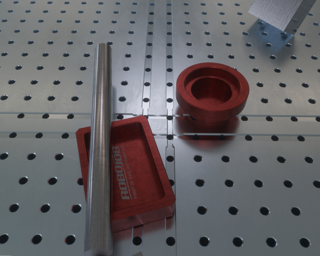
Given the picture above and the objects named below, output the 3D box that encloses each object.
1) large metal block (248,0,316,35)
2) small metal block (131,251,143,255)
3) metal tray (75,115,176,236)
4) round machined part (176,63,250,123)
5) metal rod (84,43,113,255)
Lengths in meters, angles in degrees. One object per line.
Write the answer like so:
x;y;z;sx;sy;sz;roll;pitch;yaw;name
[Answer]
0.221;-0.224;0.553;0.050;0.079;0.080;-8;43;-47;large metal block
-0.030;0.150;0.281;0.050;0.025;0.050;-19;53;-16;small metal block
-0.044;0.049;0.362;0.091;0.030;0.130;-12;51;-11;metal tray
0.071;-0.045;0.435;0.099;0.042;0.098;0;50;0;round machined part
-0.070;-0.003;0.369;0.025;0.025;0.300;-4;50;-4;metal rod
